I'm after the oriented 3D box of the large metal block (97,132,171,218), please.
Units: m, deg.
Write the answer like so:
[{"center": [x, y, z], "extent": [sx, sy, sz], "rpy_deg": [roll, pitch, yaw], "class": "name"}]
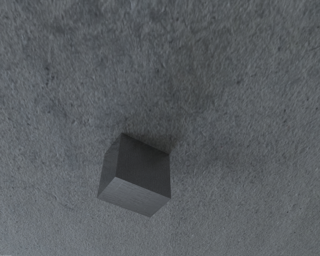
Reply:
[{"center": [-0.033, 0.064, 0.426], "extent": [0.080, 0.080, 0.050], "rpy_deg": [26, 125, -21], "class": "large metal block"}]
